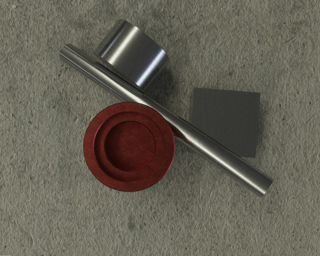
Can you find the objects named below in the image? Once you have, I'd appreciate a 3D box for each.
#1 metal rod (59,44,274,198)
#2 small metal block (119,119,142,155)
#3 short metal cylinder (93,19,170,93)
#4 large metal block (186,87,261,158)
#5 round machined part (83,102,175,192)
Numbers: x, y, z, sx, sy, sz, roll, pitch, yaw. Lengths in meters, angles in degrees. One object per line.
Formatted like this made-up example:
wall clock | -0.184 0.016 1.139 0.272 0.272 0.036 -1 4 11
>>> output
metal rod | -0.003 -0.017 0.374 0.300 0.025 0.025 35 90 14
small metal block | -0.037 0.008 0.399 0.025 0.050 0.050 -2 90 0
short metal cylinder | -0.035 -0.087 0.383 0.080 0.080 0.050 37 90 -1
large metal block | 0.079 -0.007 0.400 0.081 0.050 0.079 4 90 -1
round machined part | -0.033 0.020 0.353 0.099 0.042 0.097 0 91 -1
